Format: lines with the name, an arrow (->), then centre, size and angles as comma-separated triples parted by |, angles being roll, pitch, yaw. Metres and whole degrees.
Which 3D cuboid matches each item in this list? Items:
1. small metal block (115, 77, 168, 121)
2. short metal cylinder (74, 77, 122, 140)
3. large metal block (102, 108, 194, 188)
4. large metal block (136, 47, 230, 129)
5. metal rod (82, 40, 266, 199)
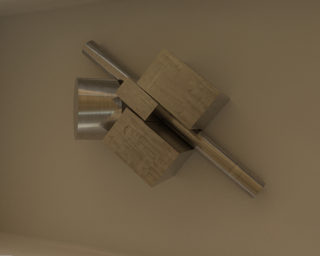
small metal block -> -0.019, -0.034, 0.377 | 0.050, 0.050, 0.025 | 42, 103, 14
short metal cylinder -> -0.083, -0.024, 0.402 | 0.050, 0.080, 0.079 | 1, 90, -20
large metal block -> -0.010, 0.021, 0.383 | 0.080, 0.080, 0.050 | 41, 103, 15
large metal block -> 0.031, -0.043, 0.369 | 0.080, 0.080, 0.050 | 42, 103, 15
metal rod -> 0.008, -0.020, 0.406 | 0.300, 0.025, 0.025 | 41, 103, 15
